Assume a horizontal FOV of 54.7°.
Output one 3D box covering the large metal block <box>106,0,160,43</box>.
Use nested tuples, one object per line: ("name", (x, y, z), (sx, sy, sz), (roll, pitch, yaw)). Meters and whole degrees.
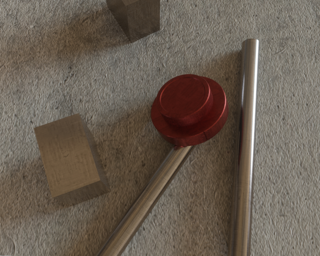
("large metal block", (-0.042, -0.185, 0.446), (0.050, 0.080, 0.080), (-28, 73, -10))

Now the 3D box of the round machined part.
("round machined part", (0.034, -0.029, 0.391), (0.098, 0.042, 0.098), (-11, 54, 16))

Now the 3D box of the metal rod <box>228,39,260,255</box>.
("metal rod", (0.112, 0.015, 0.403), (0.025, 0.025, 0.299), (8, 70, 2))

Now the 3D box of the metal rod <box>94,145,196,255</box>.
("metal rod", (-0.026, 0.099, 0.371), (0.025, 0.025, 0.300), (33, 73, 11))

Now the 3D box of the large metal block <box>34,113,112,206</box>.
("large metal block", (-0.099, 0.040, 0.363), (0.050, 0.080, 0.080), (-20, 72, -7))
